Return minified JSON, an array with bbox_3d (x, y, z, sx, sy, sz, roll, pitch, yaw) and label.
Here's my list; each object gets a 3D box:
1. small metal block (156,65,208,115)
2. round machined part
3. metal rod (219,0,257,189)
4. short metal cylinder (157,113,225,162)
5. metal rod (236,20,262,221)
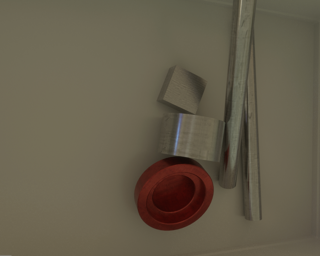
[{"bbox_3d":[0.030,-0.051,0.423,0.050,0.025,0.050,24,82,-19],"label":"small metal block"},{"bbox_3d":[0.015,0.079,0.397,0.099,0.042,0.097,-7,115,-15],"label":"round machined part"},{"bbox_3d":[0.095,-0.052,0.383,0.025,0.025,0.298,-12,119,-20],"label":"metal rod"},{"bbox_3d":[0.040,0.013,0.397,0.081,0.080,0.050,10,85,-20],"label":"short metal cylinder"},{"bbox_3d":[0.133,-0.014,0.461,0.025,0.025,0.298,-3,91,-20],"label":"metal rod"}]
